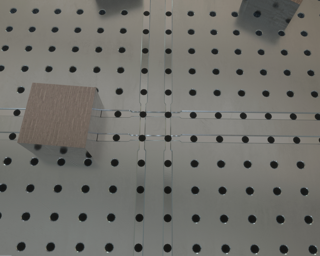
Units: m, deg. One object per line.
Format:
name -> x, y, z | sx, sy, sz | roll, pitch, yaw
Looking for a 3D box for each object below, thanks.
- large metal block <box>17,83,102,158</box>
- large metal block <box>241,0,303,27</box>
large metal block -> -0.124, -0.009, 0.400 | 0.081, 0.050, 0.080 | 5, 70, 1
large metal block -> 0.185, -0.218, 0.480 | 0.080, 0.050, 0.080 | 30, 73, 10
